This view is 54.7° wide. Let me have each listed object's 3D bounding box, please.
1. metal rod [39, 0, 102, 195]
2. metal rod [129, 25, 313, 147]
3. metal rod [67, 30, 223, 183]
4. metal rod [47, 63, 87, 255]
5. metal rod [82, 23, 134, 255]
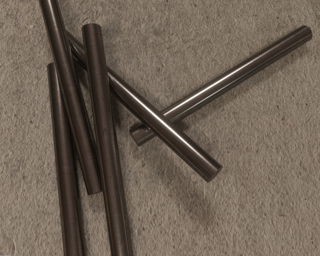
[{"bbox_3d":[-0.120,-0.060,0.410,0.025,0.025,0.299,-16,78,-6],"label":"metal rod"},{"bbox_3d":[0.092,-0.064,0.432,0.301,0.025,0.025,-32,73,-11],"label":"metal rod"},{"bbox_3d":[-0.042,-0.041,0.401,0.025,0.025,0.300,-42,68,-14],"label":"metal rod"},{"bbox_3d":[-0.117,0.051,0.387,0.025,0.025,0.299,-11,70,-4],"label":"metal rod"},{"bbox_3d":[-0.065,0.015,0.376,0.025,0.025,0.298,-9,80,-4],"label":"metal rod"}]
